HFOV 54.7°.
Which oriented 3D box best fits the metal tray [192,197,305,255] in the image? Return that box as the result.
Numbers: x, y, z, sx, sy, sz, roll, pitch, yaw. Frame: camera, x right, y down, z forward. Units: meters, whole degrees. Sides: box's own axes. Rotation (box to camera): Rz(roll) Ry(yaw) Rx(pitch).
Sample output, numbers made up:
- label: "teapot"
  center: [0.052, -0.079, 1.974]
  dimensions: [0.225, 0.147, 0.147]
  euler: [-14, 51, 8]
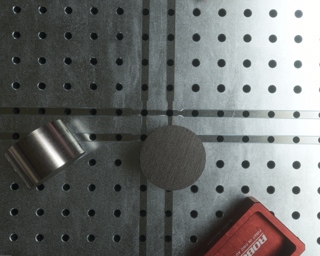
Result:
- label: "metal tray"
  center: [0.112, 0.169, 0.411]
  dimensions: [0.090, 0.030, 0.130]
  euler: [44, 90, 0]

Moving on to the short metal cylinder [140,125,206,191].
- label: "short metal cylinder"
  center: [0.016, 0.036, 0.401]
  dimensions: [0.081, 0.050, 0.079]
  euler: [0, 90, 0]

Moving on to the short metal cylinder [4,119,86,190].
- label: "short metal cylinder"
  center: [-0.141, 0.033, 0.385]
  dimensions: [0.080, 0.080, 0.050]
  euler: [-36, 90, 0]
